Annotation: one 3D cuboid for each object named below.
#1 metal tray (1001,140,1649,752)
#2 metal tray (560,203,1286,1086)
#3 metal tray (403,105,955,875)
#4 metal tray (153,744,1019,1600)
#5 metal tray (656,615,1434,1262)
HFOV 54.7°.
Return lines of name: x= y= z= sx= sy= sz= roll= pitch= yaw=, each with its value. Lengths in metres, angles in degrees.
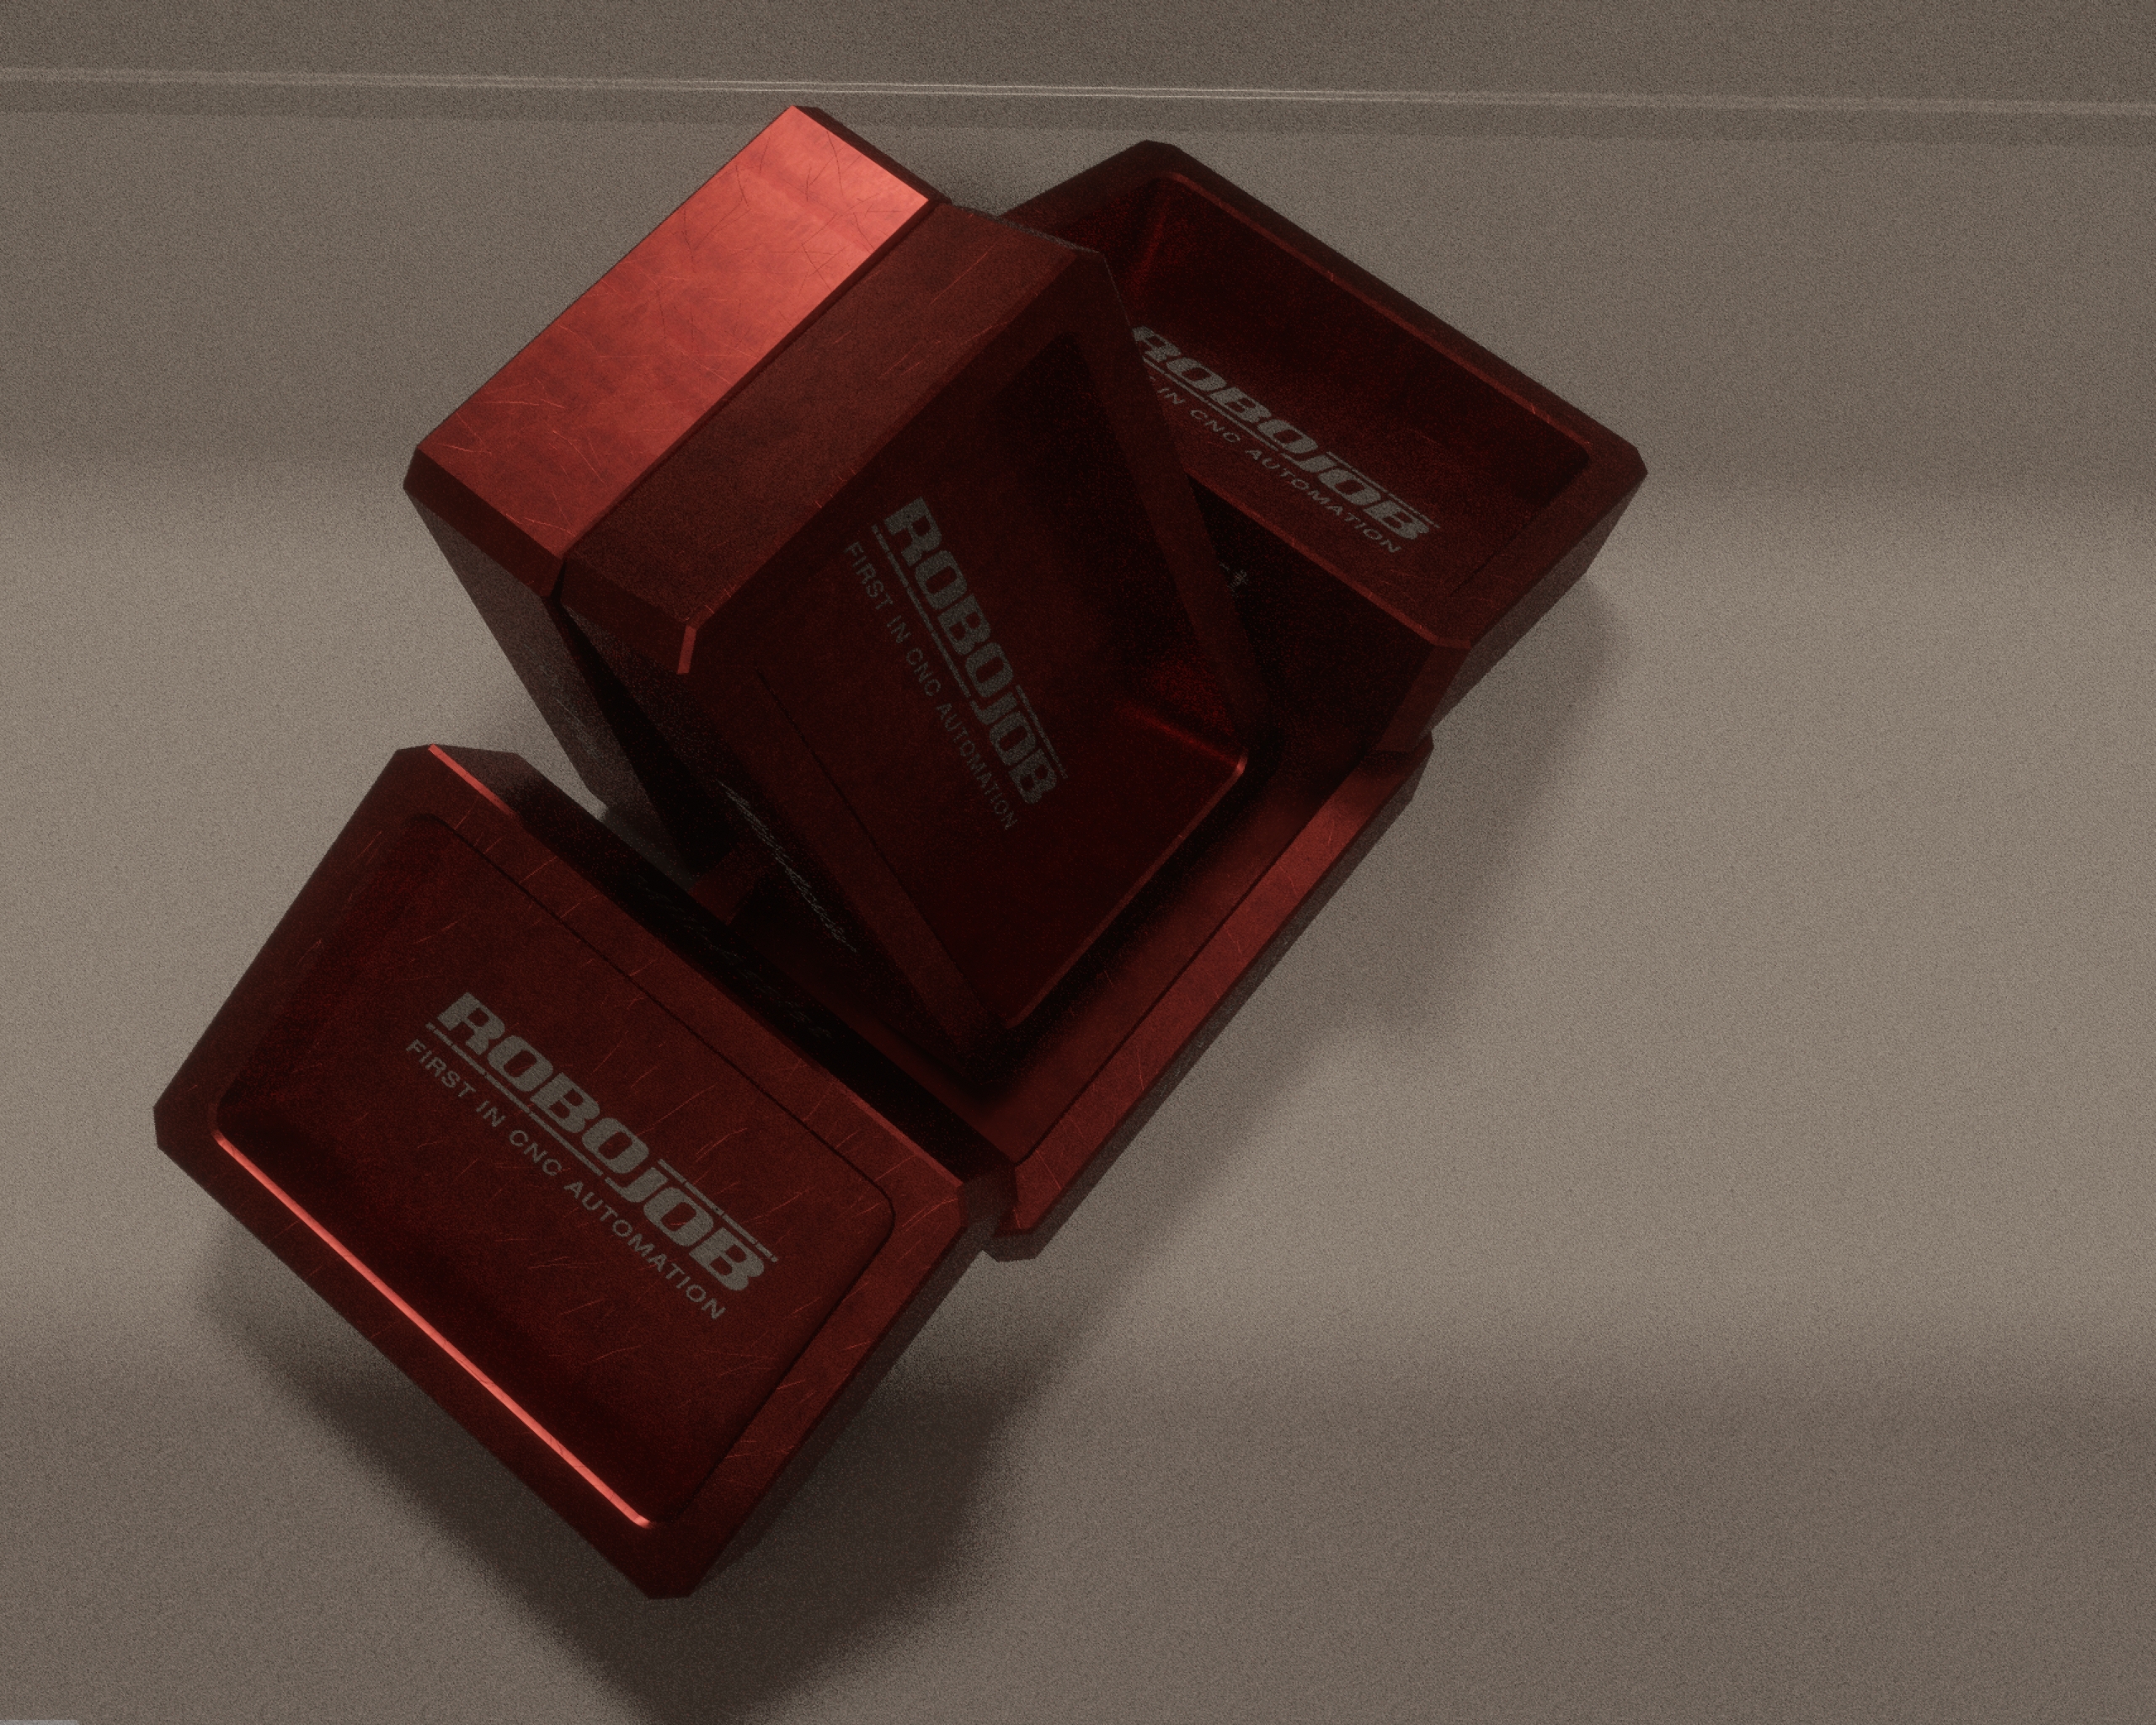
metal tray: x=0.038 y=-0.088 z=0.420 sx=0.130 sy=0.030 sz=0.090 roll=37 pitch=49 yaw=12
metal tray: x=-0.017 y=-0.031 z=0.350 sx=0.030 sy=0.130 sz=0.090 roll=31 pitch=71 yaw=35
metal tray: x=-0.059 y=-0.059 z=0.372 sx=0.030 sy=0.130 sz=0.090 roll=38 pitch=75 yaw=13
metal tray: x=-0.088 y=0.051 z=0.367 sx=0.130 sy=0.030 sz=0.090 roll=38 pitch=98 yaw=12
metal tray: x=-0.005 y=0.000 z=0.405 sx=0.090 sy=0.030 sz=0.130 roll=37 pitch=74 yaw=12
